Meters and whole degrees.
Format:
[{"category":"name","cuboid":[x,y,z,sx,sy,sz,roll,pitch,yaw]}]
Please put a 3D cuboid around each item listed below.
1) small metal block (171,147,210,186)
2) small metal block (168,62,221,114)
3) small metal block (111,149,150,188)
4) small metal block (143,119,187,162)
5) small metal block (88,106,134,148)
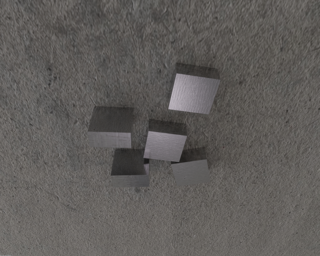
[{"category":"small metal block","cuboid":[0.045,0.058,0.457,0.050,0.025,0.050,-9,130,7]},{"category":"small metal block","cuboid":[0.039,-0.046,0.368,0.050,0.025,0.050,7,130,-6]},{"category":"small metal block","cuboid":[-0.040,0.056,0.438,0.050,0.050,0.025,-1,130,1]},{"category":"small metal block","cuboid":[0.006,0.018,0.422,0.050,0.025,0.050,7,130,-7]},{"category":"small metal block","cuboid":[-0.060,-0.002,0.389,0.050,0.050,0.025,2,130,-2]}]
